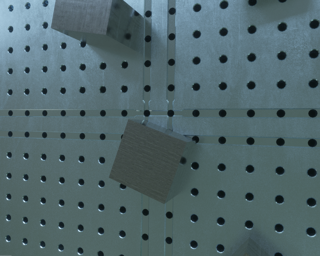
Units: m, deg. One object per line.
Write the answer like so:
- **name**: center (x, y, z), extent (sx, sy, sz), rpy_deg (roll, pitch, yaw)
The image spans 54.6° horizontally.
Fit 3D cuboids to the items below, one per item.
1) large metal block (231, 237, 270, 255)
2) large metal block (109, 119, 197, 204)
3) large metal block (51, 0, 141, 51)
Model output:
- **large metal block**: center (0.108, 0.192, 0.361), extent (0.080, 0.050, 0.080), rpy_deg (42, 103, 15)
- **large metal block**: center (-0.008, 0.040, 0.403), extent (0.080, 0.050, 0.080), rpy_deg (21, 97, 18)
- **large metal block**: center (-0.082, -0.142, 0.413), extent (0.080, 0.080, 0.050), rpy_deg (13, 94, 19)
